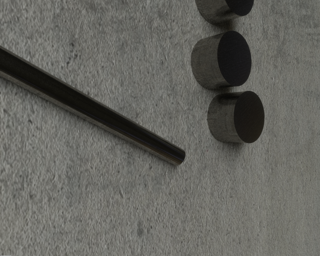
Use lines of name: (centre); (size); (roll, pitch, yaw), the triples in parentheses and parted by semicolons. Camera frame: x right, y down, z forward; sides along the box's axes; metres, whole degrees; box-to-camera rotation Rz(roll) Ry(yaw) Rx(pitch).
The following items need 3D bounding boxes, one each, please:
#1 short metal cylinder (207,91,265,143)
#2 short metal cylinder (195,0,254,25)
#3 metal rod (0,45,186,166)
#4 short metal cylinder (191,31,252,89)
short metal cylinder: (0.121, -0.017, 0.489); (0.081, 0.050, 0.080); (0, 90, -40)
short metal cylinder: (0.098, -0.204, 0.470); (0.081, 0.050, 0.080); (0, 90, -40)
metal rod: (-0.080, -0.022, 0.337); (0.301, 0.025, 0.025); (31, 71, -36)
short metal cylinder: (0.093, -0.100, 0.466); (0.081, 0.050, 0.080); (0, 90, -40)
